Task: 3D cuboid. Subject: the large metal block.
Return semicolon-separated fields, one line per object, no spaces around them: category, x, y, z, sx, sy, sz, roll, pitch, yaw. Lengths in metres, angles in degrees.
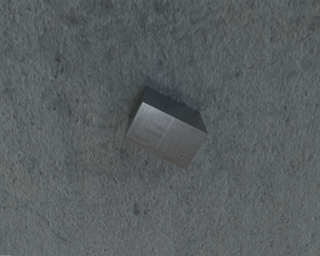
large metal block;0.006;-0.004;0.379;0.080;0.080;0.050;26;108;-9
